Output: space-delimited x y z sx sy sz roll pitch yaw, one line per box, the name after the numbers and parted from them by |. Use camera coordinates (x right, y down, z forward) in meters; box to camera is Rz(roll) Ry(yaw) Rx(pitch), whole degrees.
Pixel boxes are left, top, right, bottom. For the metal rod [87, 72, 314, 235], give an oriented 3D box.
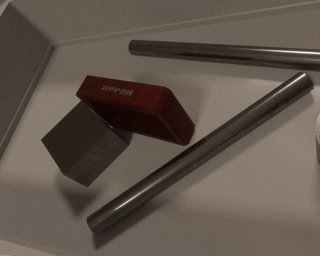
0.042 0.032 0.362 0.300 0.025 0.025 -35 52 4 | metal rod

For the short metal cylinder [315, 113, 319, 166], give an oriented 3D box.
0.188 0.012 0.284 0.080 0.050 0.080 -13 56 20 | short metal cylinder

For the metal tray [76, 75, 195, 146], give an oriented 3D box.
-0.031 -0.022 0.392 0.130 0.090 0.030 13 69 33 | metal tray

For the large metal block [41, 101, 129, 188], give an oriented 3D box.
-0.105 0.021 0.430 0.080 0.050 0.080 -46 51 -4 | large metal block

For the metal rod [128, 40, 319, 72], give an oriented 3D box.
0.079 -0.103 0.426 0.300 0.025 0.025 13 69 33 | metal rod
